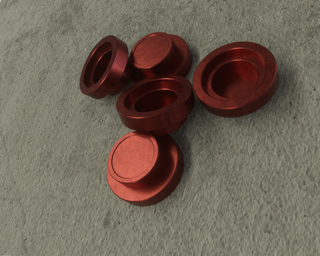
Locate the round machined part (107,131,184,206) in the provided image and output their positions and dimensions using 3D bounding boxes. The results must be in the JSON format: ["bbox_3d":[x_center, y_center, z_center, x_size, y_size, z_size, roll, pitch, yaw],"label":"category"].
[{"bbox_3d":[-0.024,0.042,0.379,0.098,0.042,0.098,-13,56,20],"label":"round machined part"}]

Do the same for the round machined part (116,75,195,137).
[{"bbox_3d":[-0.003,-0.026,0.397,0.098,0.042,0.098,-12,35,9],"label":"round machined part"}]

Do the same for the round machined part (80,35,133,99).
[{"bbox_3d":[-0.078,-0.088,0.474,0.098,0.042,0.098,-27,51,39],"label":"round machined part"}]

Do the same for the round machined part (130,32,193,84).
[{"bbox_3d":[-0.005,-0.103,0.458,0.098,0.042,0.098,-13,56,20],"label":"round machined part"}]

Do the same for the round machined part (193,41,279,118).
[{"bbox_3d":[0.093,-0.054,0.378,0.098,0.042,0.098,-13,56,20],"label":"round machined part"}]
